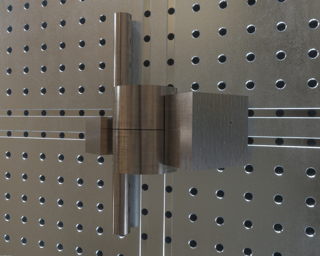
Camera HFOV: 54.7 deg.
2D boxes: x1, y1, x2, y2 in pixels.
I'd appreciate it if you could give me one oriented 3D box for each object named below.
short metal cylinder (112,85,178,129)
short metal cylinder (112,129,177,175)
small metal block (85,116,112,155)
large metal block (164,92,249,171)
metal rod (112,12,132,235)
[{"bbox_3d":[-0.019,-0.024,0.385,0.080,0.080,0.050,1,90,20],"label":"short metal cylinder"},{"bbox_3d":[-0.019,0.027,0.385,0.080,0.080,0.050,1,90,20],"label":"short metal cylinder"},{"bbox_3d":[-0.081,0.010,0.425,0.050,0.025,0.050,0,89,54],"label":"small metal block"},{"bbox_3d":[0.053,0.003,0.353,0.050,0.081,0.079,2,92,58],"label":"large metal block"},{"bbox_3d":[-0.052,-0.006,0.426,0.025,0.025,0.298,0,90,20],"label":"metal rod"}]
